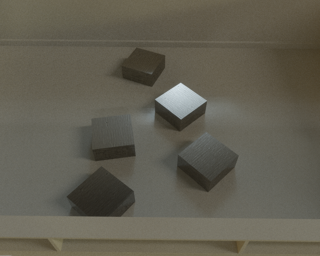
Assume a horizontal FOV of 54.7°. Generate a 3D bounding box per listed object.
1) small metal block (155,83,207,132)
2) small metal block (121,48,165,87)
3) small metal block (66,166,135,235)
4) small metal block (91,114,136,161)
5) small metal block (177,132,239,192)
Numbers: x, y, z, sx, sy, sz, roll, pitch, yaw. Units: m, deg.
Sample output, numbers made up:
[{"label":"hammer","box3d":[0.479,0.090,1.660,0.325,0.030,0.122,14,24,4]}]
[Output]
[{"label":"small metal block","box3d":[0.028,-0.030,0.430,0.050,0.025,0.050,-35,59,-26]},{"label":"small metal block","box3d":[-0.025,-0.096,0.485,0.050,0.025,0.050,19,52,15]},{"label":"small metal block","box3d":[-0.063,0.078,0.339,0.050,0.025,0.050,33,57,24]},{"label":"small metal block","box3d":[-0.059,0.012,0.395,0.050,0.025,0.050,-7,50,-6]},{"label":"small metal block","box3d":[0.057,0.040,0.372,0.050,0.025,0.050,-36,59,-27]}]
